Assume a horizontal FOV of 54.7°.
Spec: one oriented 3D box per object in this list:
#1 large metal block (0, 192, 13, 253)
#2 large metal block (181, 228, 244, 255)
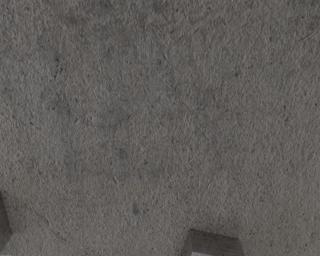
[{"bbox_3d":[-0.272,0.140,0.445,0.080,0.050,0.079,-4,110,1],"label":"large metal block"},{"bbox_3d":[0.075,0.210,0.474,0.080,0.050,0.079,13,110,-5],"label":"large metal block"}]
